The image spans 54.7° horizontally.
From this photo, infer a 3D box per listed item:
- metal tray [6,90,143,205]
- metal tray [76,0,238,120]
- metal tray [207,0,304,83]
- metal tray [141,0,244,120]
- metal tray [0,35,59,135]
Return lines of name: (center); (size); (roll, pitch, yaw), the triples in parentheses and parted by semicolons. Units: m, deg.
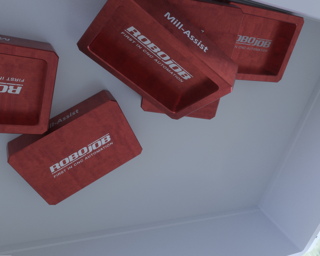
metal tray: (-0.096, 0.025, 0.368); (0.131, 0.030, 0.090); (-31, 129, -9)
metal tray: (-0.003, -0.067, 0.295); (0.130, 0.090, 0.030); (36, 55, -20)
metal tray: (0.116, -0.109, 0.400); (0.131, 0.030, 0.089); (-1, 119, -28)
metal tray: (0.031, -0.078, 0.352); (0.091, 0.030, 0.129); (7, 118, -7)
metal tray: (-0.169, -0.042, 0.286); (0.131, 0.030, 0.089); (3, 117, -30)
